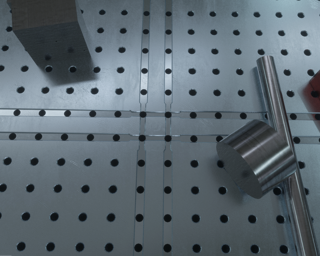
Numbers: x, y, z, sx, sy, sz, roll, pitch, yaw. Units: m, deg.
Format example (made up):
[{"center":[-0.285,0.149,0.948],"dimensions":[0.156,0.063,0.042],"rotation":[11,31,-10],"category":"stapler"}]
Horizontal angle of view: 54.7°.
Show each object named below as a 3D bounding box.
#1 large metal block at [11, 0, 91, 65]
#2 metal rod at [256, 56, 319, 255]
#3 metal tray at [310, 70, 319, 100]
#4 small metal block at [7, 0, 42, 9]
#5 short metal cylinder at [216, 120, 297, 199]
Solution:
[{"center":[-0.148,-0.137,0.431],"dimensions":[0.081,0.080,0.050],"rotation":[-10,71,-4],"category":"large metal block"},{"center":[0.163,0.042,0.398],"dimensions":[0.025,0.025,0.299],"rotation":[-4,70,-2],"category":"metal rod"},{"center":[0.293,-0.055,0.432],"dimensions":[0.131,0.030,0.090],"rotation":[-18,71,-7],"category":"metal tray"},{"center":[-0.205,-0.207,0.485],"dimensions":[0.050,0.025,0.050],"rotation":[2,70,0],"category":"small metal block"},{"center":[0.113,0.037,0.371],"dimensions":[0.050,0.080,0.080],"rotation":[-32,74,-11],"category":"short metal cylinder"}]
